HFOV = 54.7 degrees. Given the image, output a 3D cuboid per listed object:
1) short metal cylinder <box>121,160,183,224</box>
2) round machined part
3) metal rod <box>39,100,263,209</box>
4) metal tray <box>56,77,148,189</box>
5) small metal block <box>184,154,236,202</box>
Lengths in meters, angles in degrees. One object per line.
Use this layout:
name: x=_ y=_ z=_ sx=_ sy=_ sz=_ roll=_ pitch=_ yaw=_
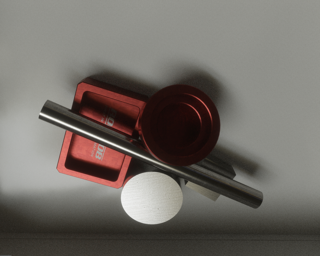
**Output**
short metal cylinder: x=-0.011 y=0.084 z=0.426 sx=0.081 sy=0.050 sz=0.079 roll=0 pitch=110 yaw=-1
round machined part: x=0.021 y=-0.003 z=0.387 sx=0.099 sy=0.042 sz=0.097 roll=0 pitch=88 yaw=-14
metal rod: x=-0.002 y=0.038 z=0.393 sx=0.302 sy=0.025 sz=0.025 roll=24 pitch=108 yaw=-12
metal tray: x=-0.075 y=0.009 z=0.408 sx=0.091 sy=0.030 sz=0.129 roll=17 pitch=109 yaw=-7
small metal block: x=0.069 y=0.067 z=0.435 sx=0.050 sy=0.025 sz=0.050 roll=30 pitch=107 yaw=-11
